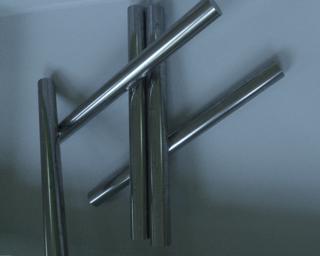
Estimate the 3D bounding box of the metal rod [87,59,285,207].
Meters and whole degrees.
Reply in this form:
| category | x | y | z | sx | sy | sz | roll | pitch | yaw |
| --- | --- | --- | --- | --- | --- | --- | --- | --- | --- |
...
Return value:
| category | x | y | z | sx | sy | sz | roll | pitch | yaw |
| --- | --- | --- | --- | --- | --- | --- | --- | --- | --- |
| metal rod | 0.022 | 0.016 | 0.402 | 0.300 | 0.025 | 0.025 | -36 | 79 | 16 |

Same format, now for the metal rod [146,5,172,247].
| category | x | y | z | sx | sy | sz | roll | pitch | yaw |
| --- | --- | --- | --- | --- | --- | --- | --- | --- | --- |
| metal rod | -0.003 | -0.011 | 0.388 | 0.025 | 0.025 | 0.298 | -5 | 80 | 19 |

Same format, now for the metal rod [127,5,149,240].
| category | x | y | z | sx | sy | sz | roll | pitch | yaw |
| --- | --- | --- | --- | --- | --- | --- | --- | --- | --- |
| metal rod | -0.028 | -0.014 | 0.399 | 0.025 | 0.025 | 0.298 | -5 | 81 | 19 |

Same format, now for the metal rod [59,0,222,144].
| category | x | y | z | sx | sy | sz | roll | pitch | yaw |
| --- | --- | --- | --- | --- | --- | --- | --- | --- | --- |
| metal rod | -0.052 | -0.054 | 0.390 | 0.299 | 0.025 | 0.025 | -33 | 79 | 31 |

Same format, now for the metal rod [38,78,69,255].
| category | x | y | z | sx | sy | sz | roll | pitch | yaw |
| --- | --- | --- | --- | --- | --- | --- | --- | --- | --- |
| metal rod | -0.138 | 0.055 | 0.395 | 0.025 | 0.025 | 0.299 | -27 | 57 | 18 |
